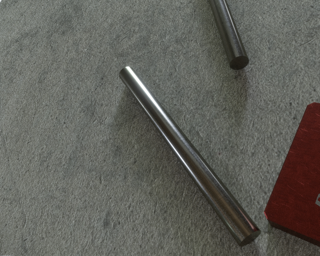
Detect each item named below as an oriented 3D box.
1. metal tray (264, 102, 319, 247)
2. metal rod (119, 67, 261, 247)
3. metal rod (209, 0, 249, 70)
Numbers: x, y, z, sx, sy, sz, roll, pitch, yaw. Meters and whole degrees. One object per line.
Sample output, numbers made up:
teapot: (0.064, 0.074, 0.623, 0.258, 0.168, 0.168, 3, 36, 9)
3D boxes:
metal tray: (0.165, 0.045, 0.287, 0.090, 0.030, 0.130, 18, 71, 34)
metal rod: (0.017, 0.010, 0.387, 0.025, 0.025, 0.300, -38, 51, 2)
metal rod: (0.087, -0.207, 0.484, 0.025, 0.025, 0.299, -19, 54, 17)
